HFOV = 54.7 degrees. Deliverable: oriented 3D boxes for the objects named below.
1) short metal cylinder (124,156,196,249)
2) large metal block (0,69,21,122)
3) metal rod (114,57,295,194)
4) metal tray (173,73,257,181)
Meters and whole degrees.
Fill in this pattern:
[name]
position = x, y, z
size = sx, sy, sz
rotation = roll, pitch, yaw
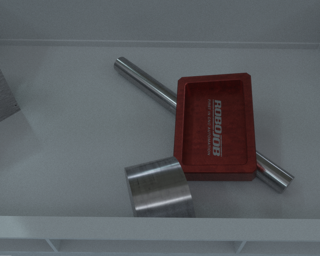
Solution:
[short metal cylinder]
position = -0.002, 0.073, 0.308
size = 0.050, 0.080, 0.080
rotation = -12, 51, -10
[large metal block]
position = -0.244, -0.043, 0.402
size = 0.080, 0.080, 0.050
rotation = -37, 60, -27
[metal rod]
position = 0.041, -0.018, 0.420
size = 0.025, 0.025, 0.300
rotation = -36, 59, -27
[metal tray]
position = 0.066, -0.003, 0.373
size = 0.090, 0.030, 0.130
rotation = -2, 63, 13
